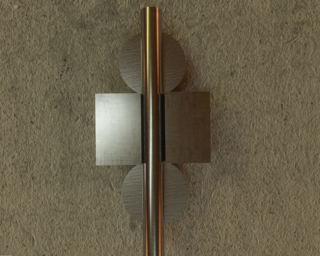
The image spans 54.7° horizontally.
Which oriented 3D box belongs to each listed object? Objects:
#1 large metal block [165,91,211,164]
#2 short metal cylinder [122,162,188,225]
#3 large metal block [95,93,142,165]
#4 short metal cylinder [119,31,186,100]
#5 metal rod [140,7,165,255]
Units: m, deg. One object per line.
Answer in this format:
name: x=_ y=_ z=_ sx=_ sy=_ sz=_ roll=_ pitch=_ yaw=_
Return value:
large metal block: x=0.031 y=-0.001 z=0.384 sx=0.050 sy=0.080 sz=0.080 roll=-1 pitch=90 yaw=0
short metal cylinder: x=-0.006 y=0.078 z=0.399 sx=0.081 sy=0.050 sz=0.080 roll=0 pitch=90 yaw=0
large metal block: x=-0.046 y=0.001 z=0.383 sx=0.050 sy=0.080 sz=0.080 roll=-1 pitch=90 yaw=0
short metal cylinder: x=-0.009 y=-0.078 z=0.398 sx=0.081 sy=0.050 sz=0.080 roll=0 pitch=90 yaw=0
metal rod: x=-0.009 y=0.013 z=0.361 sx=0.025 sy=0.025 sz=0.298 roll=-1 pitch=90 yaw=0
